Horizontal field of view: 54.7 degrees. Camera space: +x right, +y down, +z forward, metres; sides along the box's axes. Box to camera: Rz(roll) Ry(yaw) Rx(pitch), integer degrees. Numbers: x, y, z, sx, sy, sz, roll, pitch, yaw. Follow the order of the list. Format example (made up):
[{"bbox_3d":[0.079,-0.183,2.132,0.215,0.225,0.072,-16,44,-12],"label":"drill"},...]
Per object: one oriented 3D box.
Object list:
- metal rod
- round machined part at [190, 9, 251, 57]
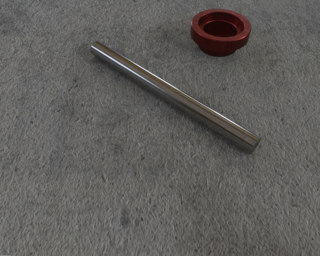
[{"bbox_3d":[0.007,-0.055,0.448,0.300,0.025,0.025,35,58,25],"label":"metal rod"},{"bbox_3d":[0.101,-0.158,0.527,0.099,0.042,0.098,0,50,0],"label":"round machined part"}]
